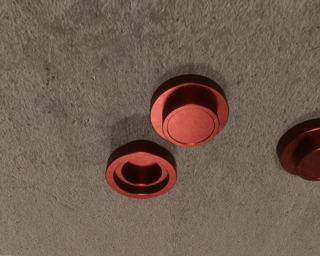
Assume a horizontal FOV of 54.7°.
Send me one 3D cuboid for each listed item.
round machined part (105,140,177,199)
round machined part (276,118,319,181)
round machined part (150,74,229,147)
[{"bbox_3d":[-0.026,0.055,0.443,0.099,0.042,0.097,-1,130,0],"label":"round machined part"},{"bbox_3d":[0.218,0.037,0.431,0.099,0.042,0.097,-1,130,0],"label":"round machined part"},{"bbox_3d":[0.037,-0.014,0.385,0.099,0.042,0.097,-1,130,0],"label":"round machined part"}]
